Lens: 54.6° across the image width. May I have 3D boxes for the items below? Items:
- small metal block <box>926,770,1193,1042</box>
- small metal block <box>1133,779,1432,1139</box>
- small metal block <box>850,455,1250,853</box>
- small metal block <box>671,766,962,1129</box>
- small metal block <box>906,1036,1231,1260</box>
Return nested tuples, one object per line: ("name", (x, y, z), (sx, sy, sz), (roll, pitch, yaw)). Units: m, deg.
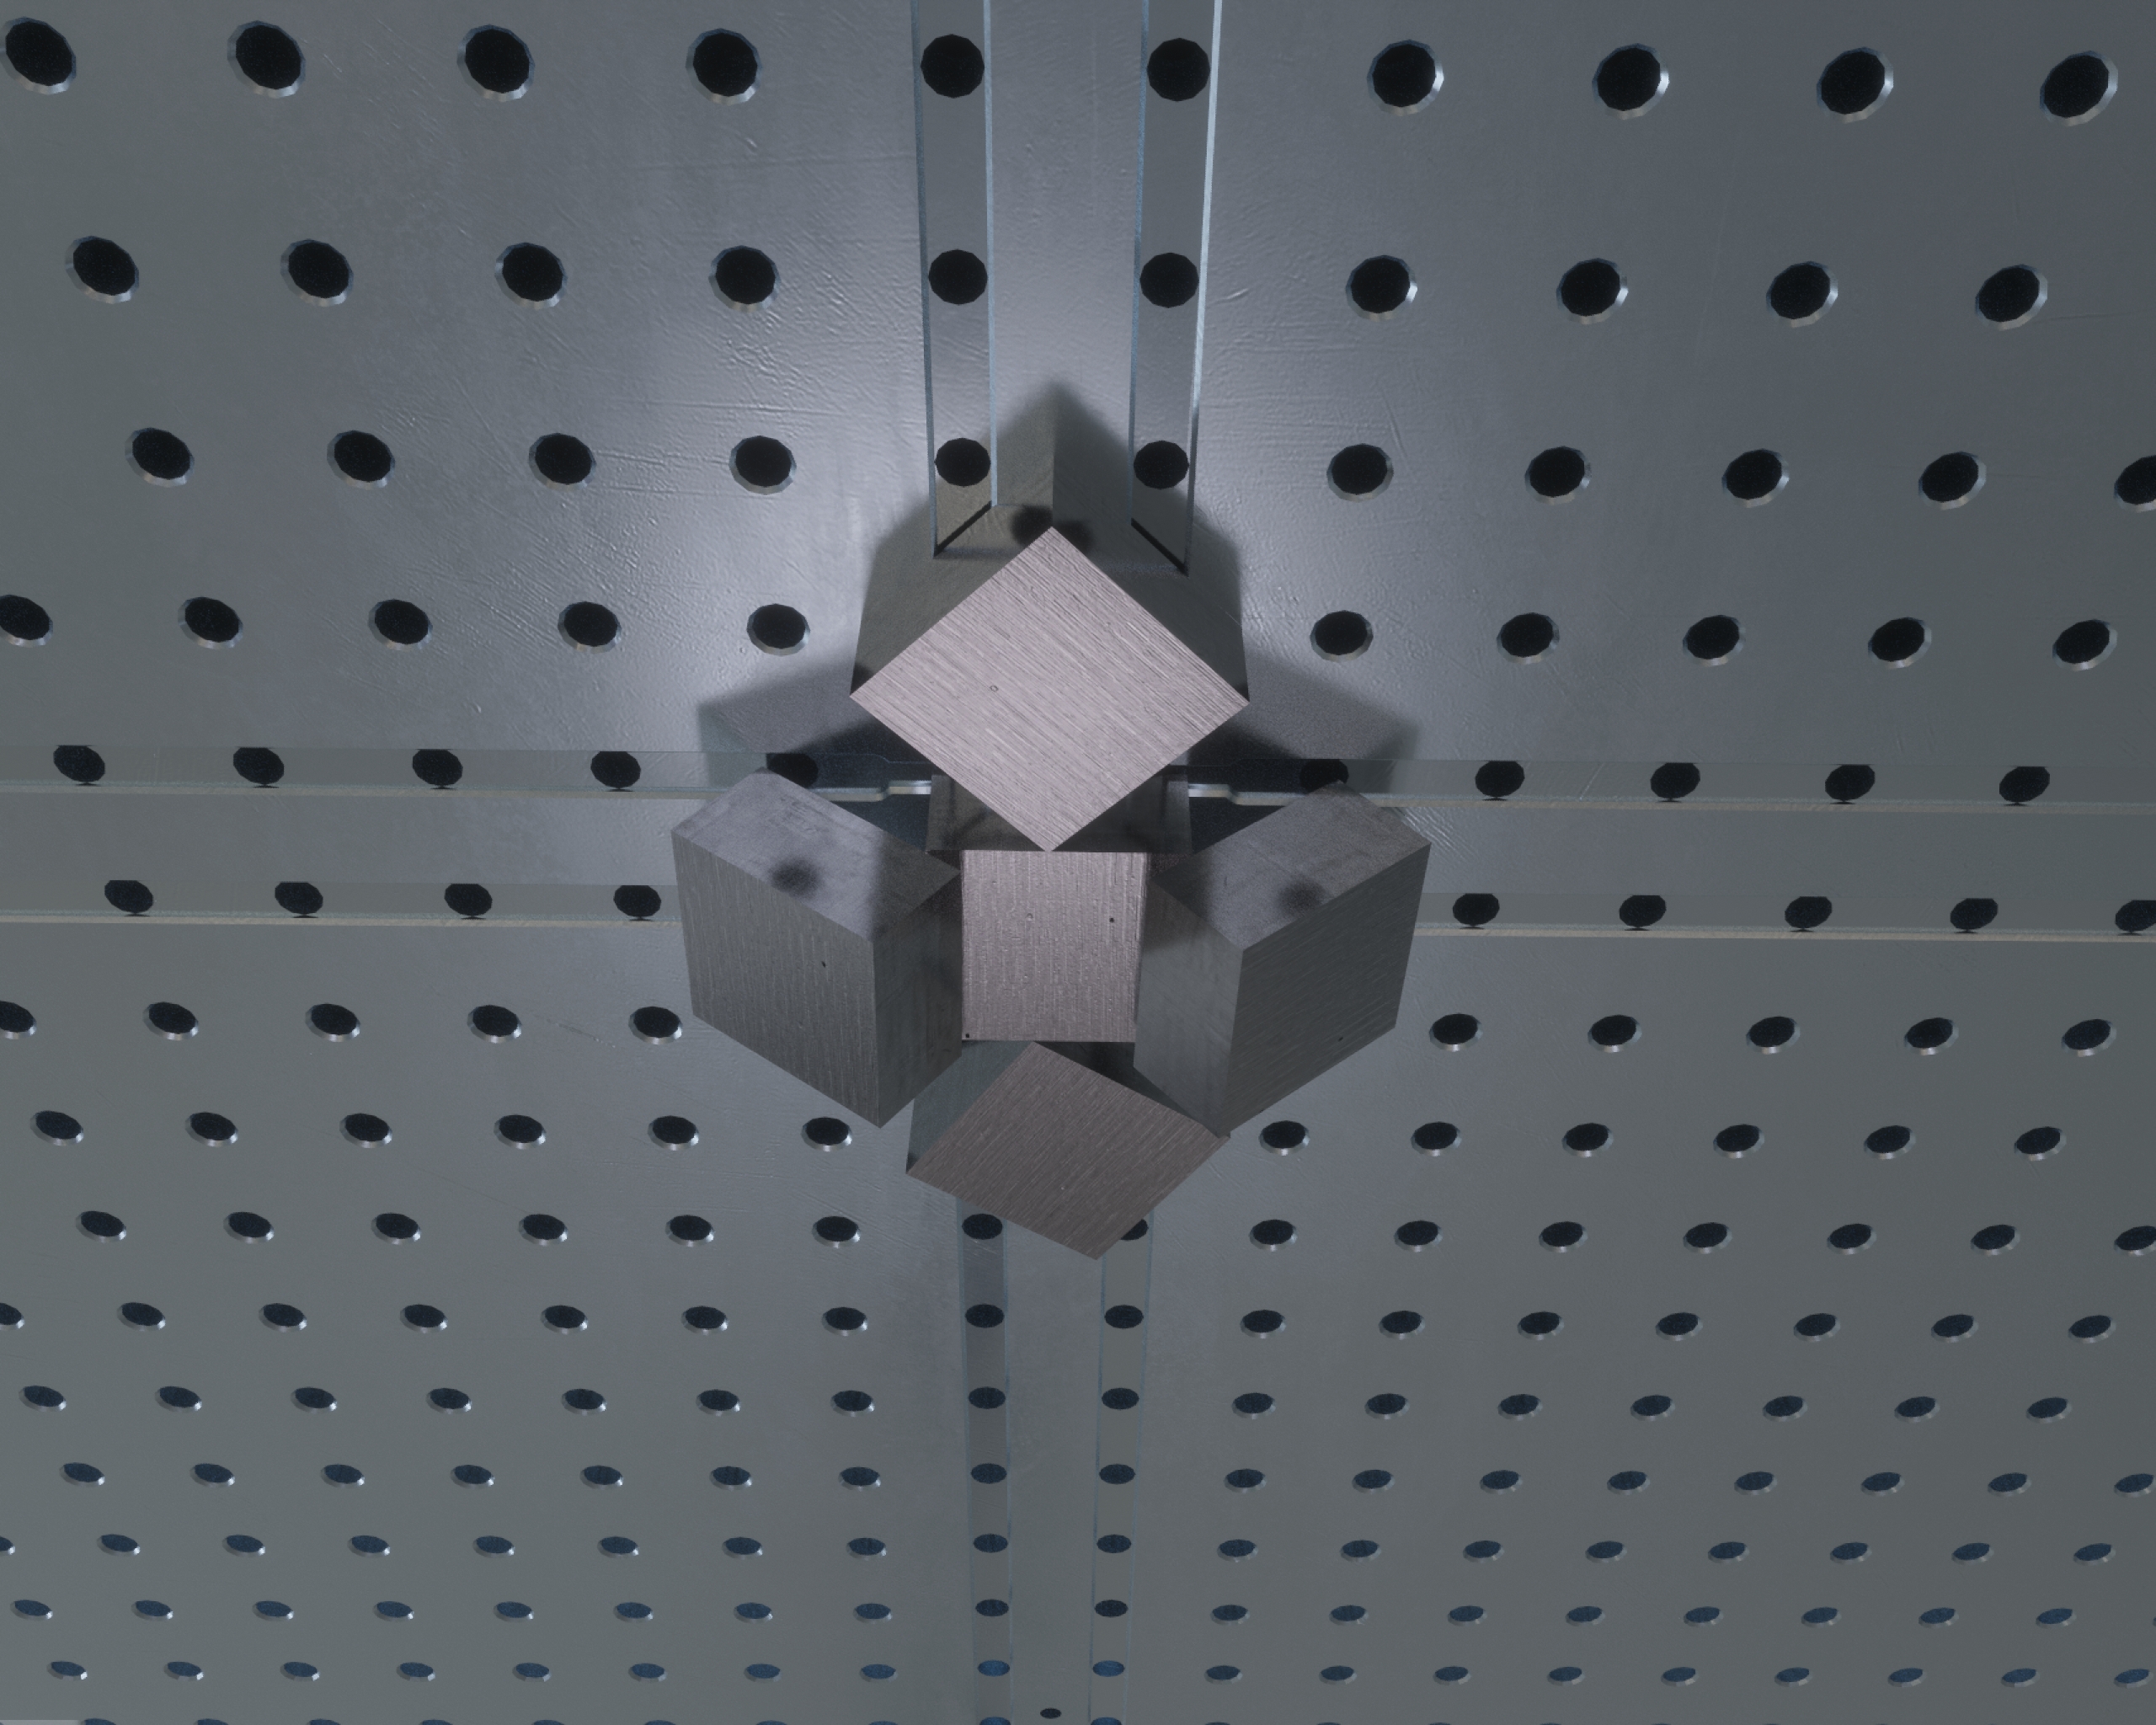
("small metal block", (-0.004, 0.009, 0.418), (0.050, 0.025, 0.050), (1, 129, -1))
("small metal block", (0.039, 0.019, 0.410), (0.050, 0.025, 0.050), (-27, 139, -31))
("small metal block", (-0.005, -0.037, 0.380), (0.050, 0.025, 0.050), (-37, 121, 26))
("small metal block", (-0.050, 0.016, 0.408), (0.050, 0.025, 0.050), (27, 137, 25))
("small metal block", (-0.002, 0.055, 0.457), (0.050, 0.025, 0.050), (28, 125, -20))
